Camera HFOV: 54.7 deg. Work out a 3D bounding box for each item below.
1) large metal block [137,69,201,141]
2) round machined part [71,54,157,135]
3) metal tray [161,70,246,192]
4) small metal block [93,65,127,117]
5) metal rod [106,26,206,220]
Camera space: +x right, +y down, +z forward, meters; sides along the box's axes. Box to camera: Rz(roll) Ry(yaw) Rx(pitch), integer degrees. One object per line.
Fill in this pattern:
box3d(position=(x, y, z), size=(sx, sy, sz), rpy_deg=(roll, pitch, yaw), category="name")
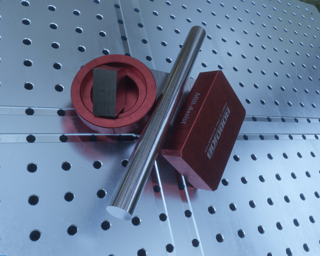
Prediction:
box3d(position=(0.015, -0.025, 0.417), size=(0.081, 0.050, 0.080), rpy_deg=(9, 58, -24), category="large metal block")
box3d(position=(-0.054, -0.037, 0.375), size=(0.099, 0.042, 0.098), rpy_deg=(1, 67, -1), category="round machined part")
box3d(position=(0.061, 0.003, 0.395), size=(0.090, 0.030, 0.130), rpy_deg=(48, 58, -37), category="metal tray")
box3d(position=(-0.057, -0.044, 0.354), size=(0.025, 0.050, 0.050), rpy_deg=(6, 17, 4), category="small metal block")
box3d(position=(0.010, -0.032, 0.370), size=(0.025, 0.025, 0.300), rpy_deg=(30, 52, -9), category="metal rod")
